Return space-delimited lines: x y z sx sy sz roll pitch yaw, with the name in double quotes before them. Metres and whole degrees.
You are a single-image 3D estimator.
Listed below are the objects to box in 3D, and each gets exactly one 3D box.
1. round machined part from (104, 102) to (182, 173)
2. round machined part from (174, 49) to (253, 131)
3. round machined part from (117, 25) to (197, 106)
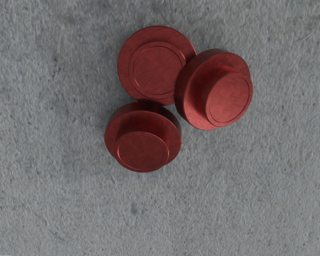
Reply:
"round machined part" -0.022 0.019 0.393 0.099 0.042 0.097 2 127 2
"round machined part" 0.069 -0.040 0.365 0.099 0.042 0.097 -15 123 -24
"round machined part" -0.003 -0.072 0.374 0.099 0.042 0.097 0 110 -1
